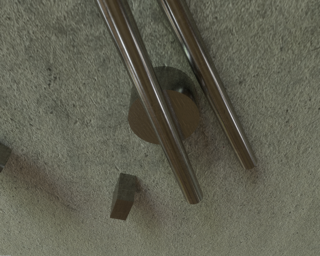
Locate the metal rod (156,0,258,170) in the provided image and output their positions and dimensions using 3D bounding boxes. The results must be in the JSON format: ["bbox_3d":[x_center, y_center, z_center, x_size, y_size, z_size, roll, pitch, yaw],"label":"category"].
[{"bbox_3d":[0.061,-0.050,0.364,0.025,0.025,0.299,-22,127,17],"label":"metal rod"}]

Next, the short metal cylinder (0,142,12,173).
[{"bbox_3d":[-0.245,0.048,0.409,0.080,0.080,0.050,-35,122,25],"label":"short metal cylinder"}]

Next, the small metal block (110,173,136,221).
[{"bbox_3d":[-0.057,0.106,0.481,0.025,0.050,0.050,14,129,-12],"label":"small metal block"}]

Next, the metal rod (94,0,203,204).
[{"bbox_3d":[-0.001,-0.015,0.328,0.025,0.025,0.299,-14,129,12],"label":"metal rod"}]

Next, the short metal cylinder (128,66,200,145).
[{"bbox_3d":[0.004,-0.026,0.369,0.081,0.050,0.079,0,130,0],"label":"short metal cylinder"}]
